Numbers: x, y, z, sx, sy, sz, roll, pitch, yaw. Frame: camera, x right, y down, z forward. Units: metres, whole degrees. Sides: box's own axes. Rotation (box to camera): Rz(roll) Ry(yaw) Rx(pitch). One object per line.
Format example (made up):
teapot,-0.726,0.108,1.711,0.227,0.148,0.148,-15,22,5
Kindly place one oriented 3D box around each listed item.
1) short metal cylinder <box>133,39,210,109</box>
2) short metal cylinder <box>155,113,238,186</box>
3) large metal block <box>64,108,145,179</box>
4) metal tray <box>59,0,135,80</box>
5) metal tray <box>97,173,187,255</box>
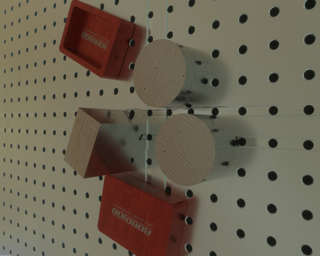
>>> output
short metal cylinder,0.013,-0.064,0.382,0.080,0.050,0.079,0,90,40
short metal cylinder,0.041,0.024,0.359,0.080,0.050,0.079,0,90,40
large metal block,-0.078,0.019,0.438,0.050,0.081,0.079,32,110,35
metal tray,-0.105,-0.142,0.492,0.130,0.030,0.089,34,111,34
metal tray,-0.030,0.123,0.431,0.130,0.030,0.089,16,100,38
